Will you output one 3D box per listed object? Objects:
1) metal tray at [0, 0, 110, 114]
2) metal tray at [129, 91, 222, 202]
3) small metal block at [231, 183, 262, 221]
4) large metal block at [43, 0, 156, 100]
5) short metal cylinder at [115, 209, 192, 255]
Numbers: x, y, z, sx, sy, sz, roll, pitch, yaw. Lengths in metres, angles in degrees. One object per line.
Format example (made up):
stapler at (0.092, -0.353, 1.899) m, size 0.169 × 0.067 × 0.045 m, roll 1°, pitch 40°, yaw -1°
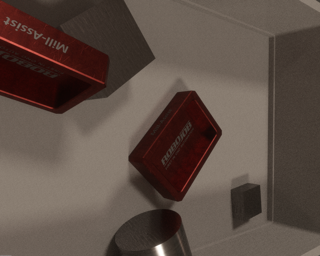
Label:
metal tray at (-0.121, -0.057, 0.260) m, size 0.131 × 0.090 × 0.030 m, roll 21°, pitch 61°, yaw -38°
metal tray at (0.027, 0.023, 0.428) m, size 0.090 × 0.030 × 0.130 m, roll 52°, pitch 60°, yaw -28°
small metal block at (0.150, 0.127, 0.536) m, size 0.050 × 0.025 × 0.050 m, roll -8°, pitch 96°, yaw -40°
large metal block at (-0.064, -0.087, 0.338) m, size 0.080 × 0.050 × 0.080 m, roll -46°, pitch 118°, yaw -31°
short metal cylinder at (-0.007, 0.140, 0.367) m, size 0.081 × 0.080 × 0.050 m, roll -26°, pitch 107°, yaw -37°
